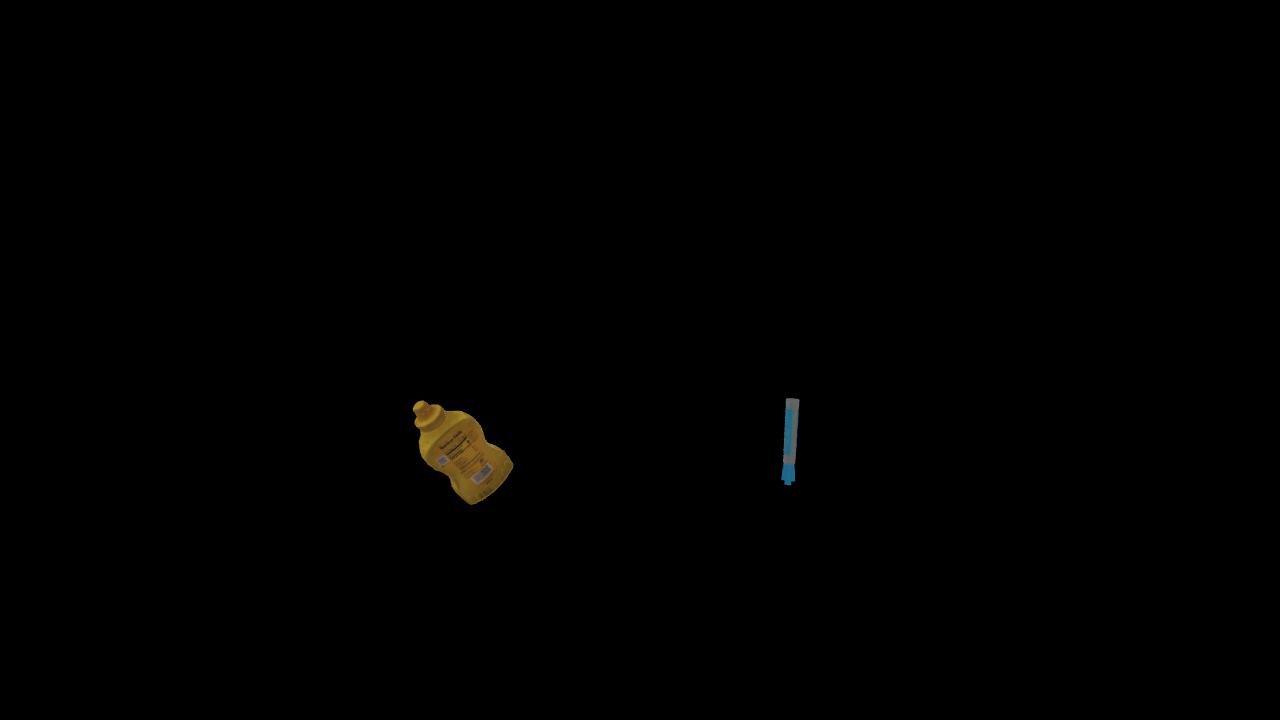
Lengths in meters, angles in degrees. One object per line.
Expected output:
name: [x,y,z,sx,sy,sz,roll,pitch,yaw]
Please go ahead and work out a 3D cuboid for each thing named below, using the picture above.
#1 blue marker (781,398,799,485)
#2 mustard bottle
blue marker: [0.212,0.115,0.866,0.020,0.121,0.020,5,-7,1]
mustard bottle: [-0.264,0.123,0.883,0.092,0.184,0.054,-40,39,-13]
